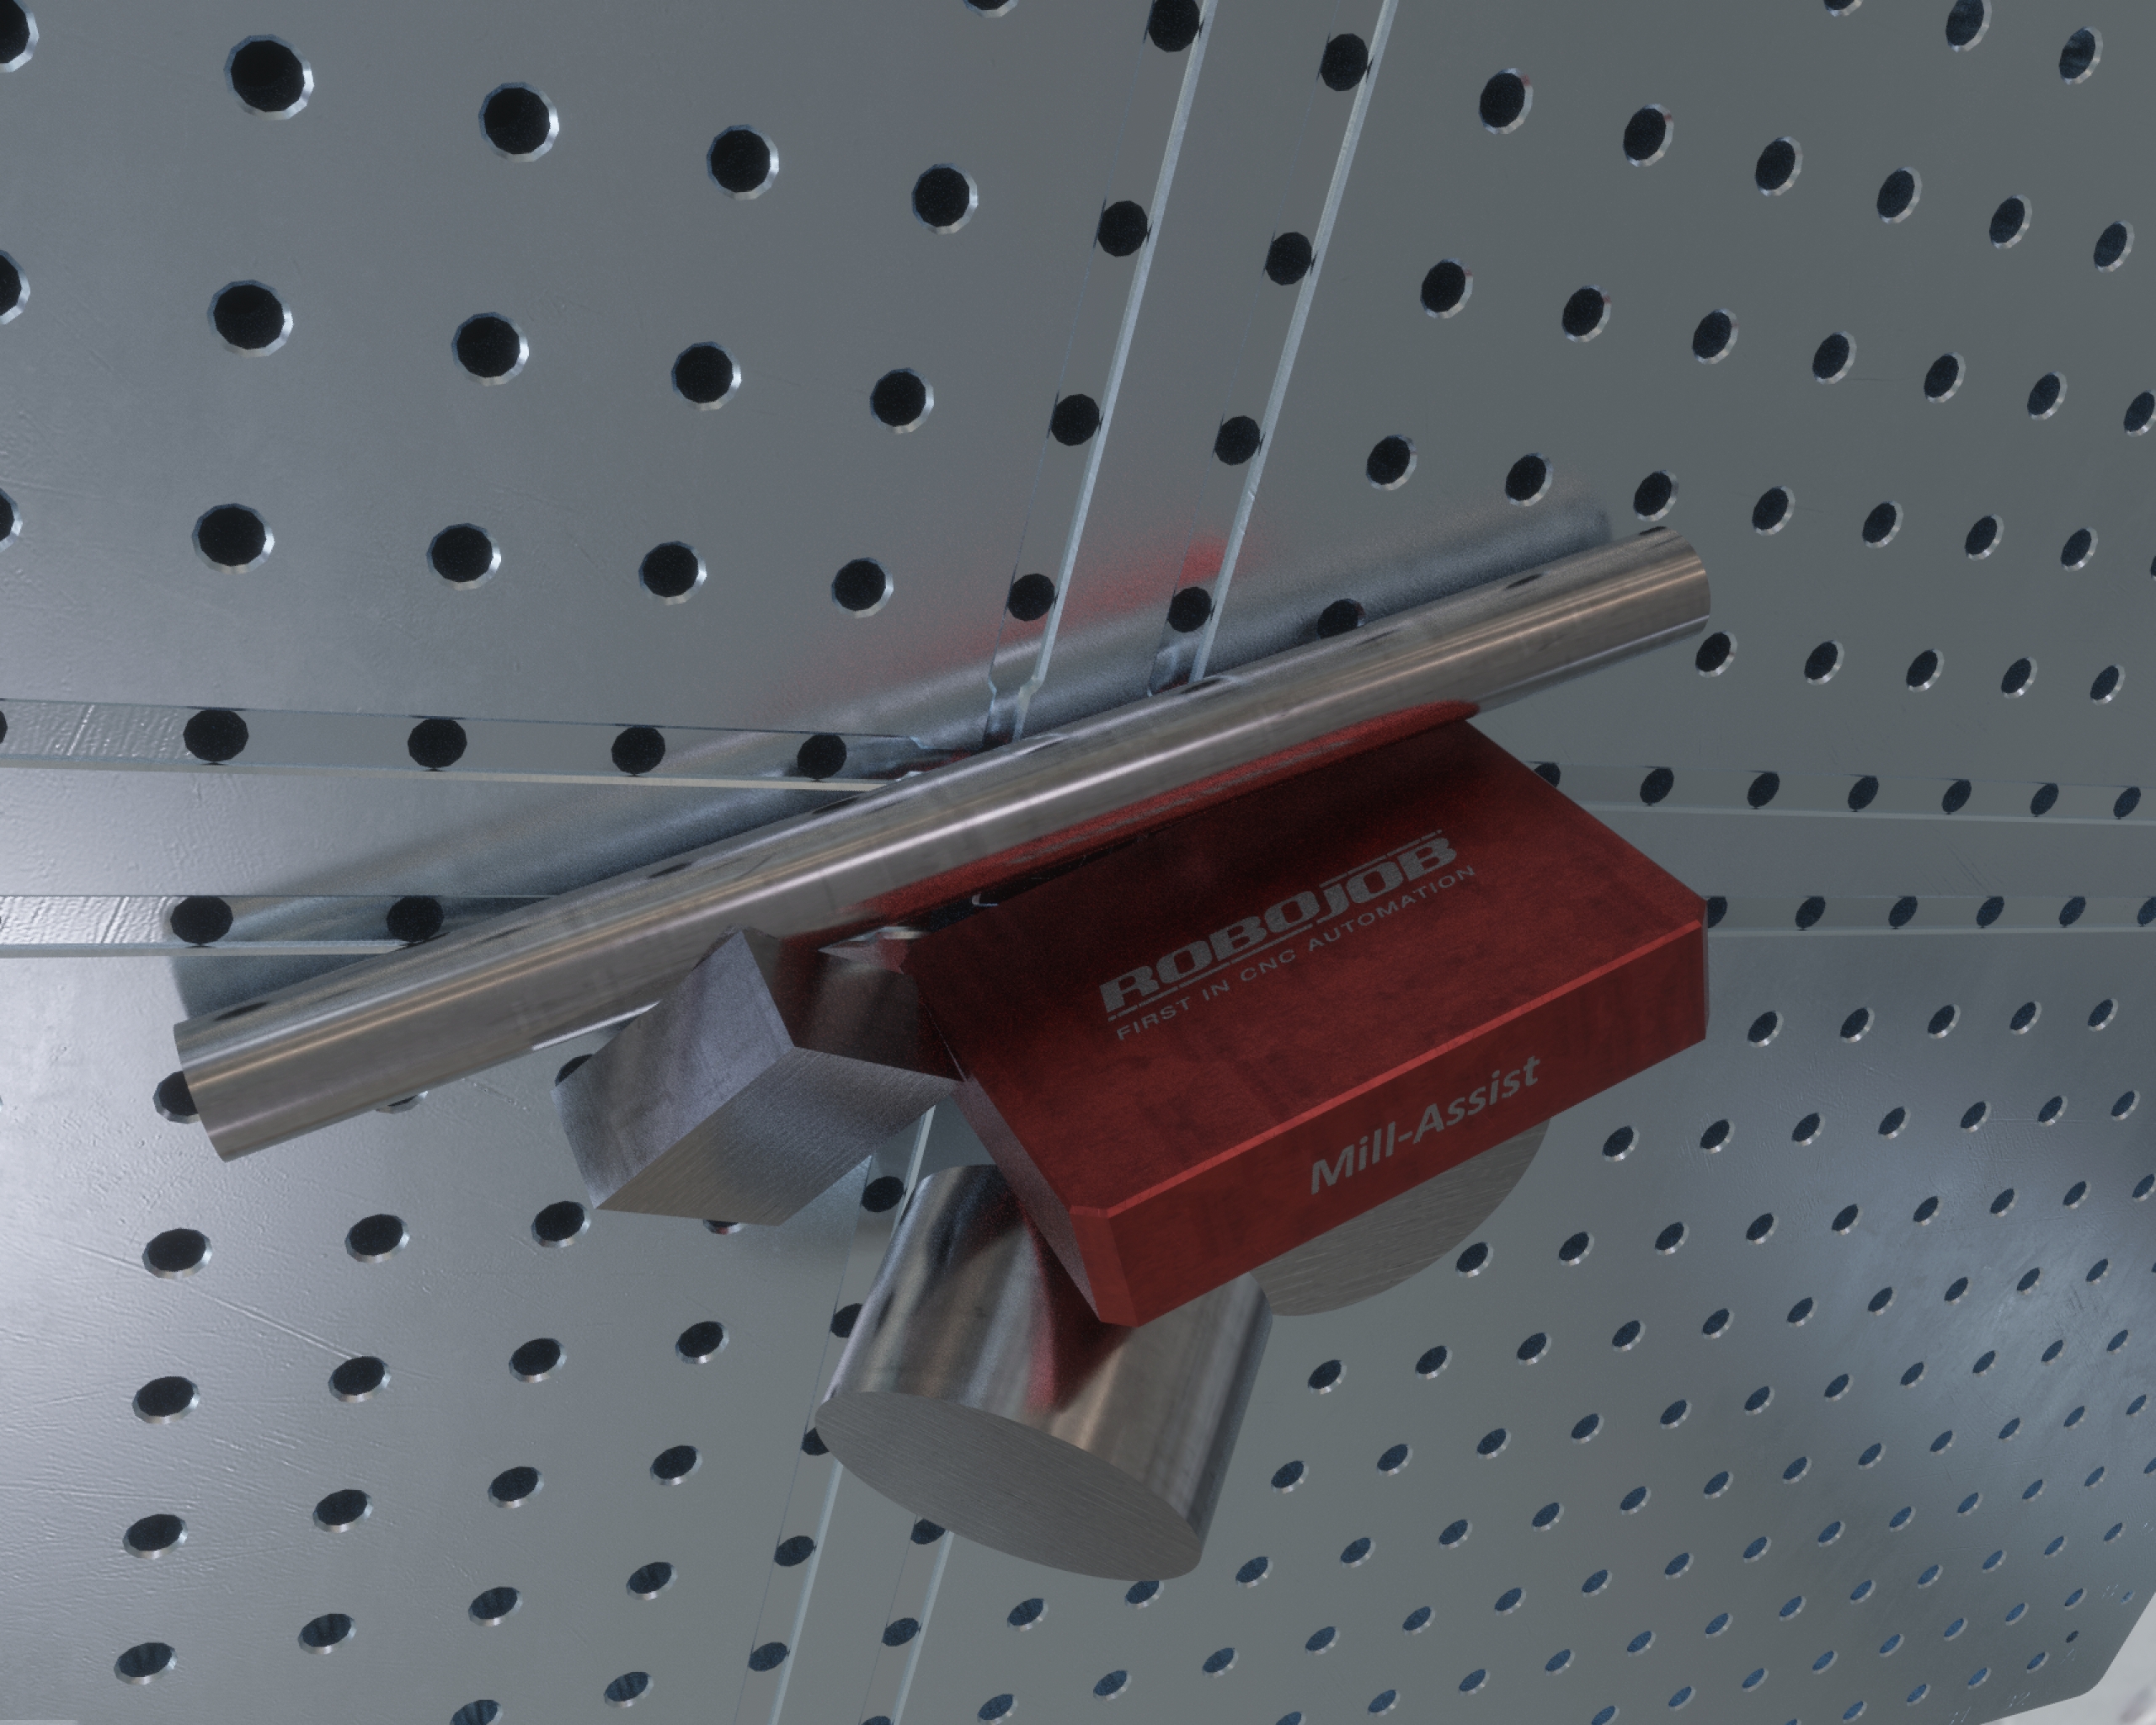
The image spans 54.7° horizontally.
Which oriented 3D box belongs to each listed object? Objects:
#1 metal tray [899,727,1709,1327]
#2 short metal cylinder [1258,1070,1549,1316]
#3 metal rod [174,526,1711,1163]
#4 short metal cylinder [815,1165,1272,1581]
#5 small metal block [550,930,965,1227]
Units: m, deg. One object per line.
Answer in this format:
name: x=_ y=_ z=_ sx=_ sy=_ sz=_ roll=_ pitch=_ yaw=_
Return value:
metal tray: x=0.042 y=0.025 z=0.403 sx=0.131 sy=0.090 sz=0.030 roll=-24 pitch=127 yaw=-14
short metal cylinder: x=0.053 y=0.050 z=0.444 sx=0.081 sy=0.050 sz=0.079 roll=-18 pitch=135 yaw=-19
metal rod: x=-0.011 y=-0.010 z=0.394 sx=0.302 sy=0.025 sz=0.025 roll=-20 pitch=126 yaw=-17
short metal cylinder: x=-0.006 y=0.104 z=0.423 sx=0.080 sy=0.080 sz=0.050 roll=56 pitch=44 yaw=-39
small metal block: x=-0.058 y=0.041 z=0.384 sx=0.050 sy=0.025 sz=0.050 roll=-39 pitch=151 yaw=18
